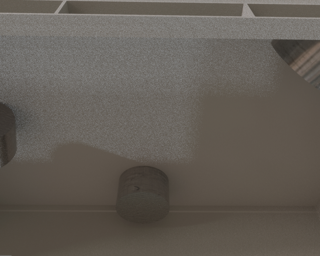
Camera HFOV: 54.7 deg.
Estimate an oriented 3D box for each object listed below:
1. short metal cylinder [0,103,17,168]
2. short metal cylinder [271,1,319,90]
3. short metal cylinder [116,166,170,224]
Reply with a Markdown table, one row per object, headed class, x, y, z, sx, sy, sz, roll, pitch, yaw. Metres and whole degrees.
| class | x | y | z | sx | sy | sz | roll | pitch | yaw |
| --- | --- | --- | --- | --- | --- | --- | --- | --- | --- |
| short metal cylinder | -0.220 | 0.009 | 0.378 | 0.081 | 0.080 | 0.050 | 11 | 129 | -9 |
| short metal cylinder | 0.159 | -0.079 | 0.307 | 0.080 | 0.080 | 0.050 | 26 | 125 | -21 |
| short metal cylinder | -0.026 | 0.104 | 0.481 | 0.081 | 0.050 | 0.079 | 0 | 130 | 0 |
